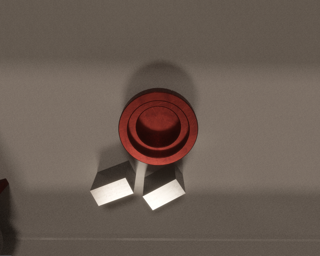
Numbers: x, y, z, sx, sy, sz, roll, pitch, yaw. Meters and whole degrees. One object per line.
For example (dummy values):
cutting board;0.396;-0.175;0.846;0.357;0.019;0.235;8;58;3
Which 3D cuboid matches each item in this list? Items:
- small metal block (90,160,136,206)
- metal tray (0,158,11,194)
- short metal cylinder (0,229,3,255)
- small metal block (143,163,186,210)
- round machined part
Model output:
small metal block;-0.063;0.074;0.425;0.050;0.050;0.025;-21;109;7
metal tray;-0.255;0.041;0.401;0.030;0.090;0.129;-18;110;6
short metal cylinder;-0.250;0.148;0.391;0.050;0.080;0.080;-32;107;7
small metal block;0.005;0.079;0.427;0.050;0.050;0.025;-30;108;10
round machined part;-0.002;-0.005;0.401;0.099;0.042;0.097;0;110;-1
